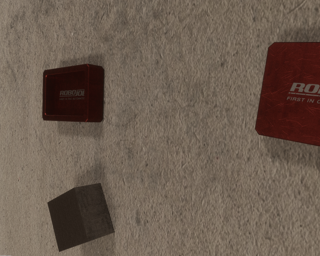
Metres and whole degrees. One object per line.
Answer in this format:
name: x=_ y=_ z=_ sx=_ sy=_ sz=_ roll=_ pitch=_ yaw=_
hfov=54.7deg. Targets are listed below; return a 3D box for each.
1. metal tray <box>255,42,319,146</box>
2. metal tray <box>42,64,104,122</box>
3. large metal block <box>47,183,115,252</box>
metal tray: x=0.157 y=-0.027 z=0.271 sx=0.130 sy=0.030 sz=0.089 roll=13 pitch=98 yaw=39
metal tray: x=-0.149 y=-0.056 z=0.521 sx=0.130 sy=0.030 sz=0.089 roll=3 pitch=92 yaw=39
large metal block: x=-0.126 y=0.141 z=0.490 sx=0.080 sy=0.050 sz=0.080 roll=-31 pitch=71 yaw=35
